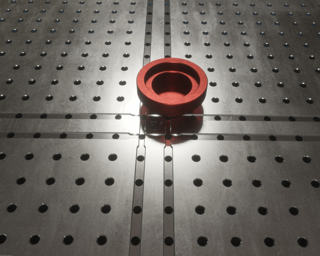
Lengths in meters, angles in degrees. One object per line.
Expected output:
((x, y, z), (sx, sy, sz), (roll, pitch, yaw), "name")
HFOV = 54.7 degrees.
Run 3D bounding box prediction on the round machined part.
((0.017, -0.054, 0.442), (0.099, 0.042, 0.098), (0, 50, 0), "round machined part")
